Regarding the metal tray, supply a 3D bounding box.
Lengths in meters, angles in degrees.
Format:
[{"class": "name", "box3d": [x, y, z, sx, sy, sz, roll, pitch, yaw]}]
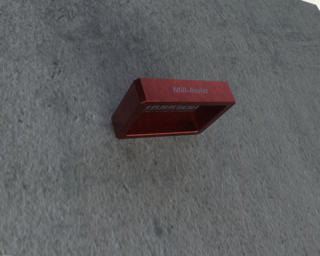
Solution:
[{"class": "metal tray", "box3d": [0.016, -0.022, 0.385, 0.131, 0.090, 0.030, -3, 63, -30]}]
